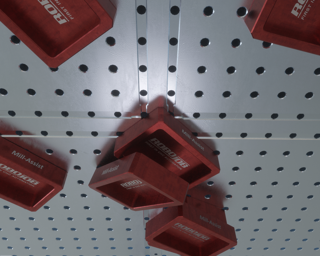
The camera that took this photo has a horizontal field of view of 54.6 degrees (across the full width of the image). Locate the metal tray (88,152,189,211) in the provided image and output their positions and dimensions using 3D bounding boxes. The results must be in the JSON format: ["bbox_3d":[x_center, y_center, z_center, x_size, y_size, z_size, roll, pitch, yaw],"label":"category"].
[{"bbox_3d":[-0.034,0.081,0.439,0.090,0.030,0.130,35,146,-22],"label":"metal tray"}]

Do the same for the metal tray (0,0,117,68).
[{"bbox_3d":[-0.117,-0.131,0.295,0.090,0.030,0.130,-28,125,22],"label":"metal tray"}]

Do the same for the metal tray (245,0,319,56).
[{"bbox_3d":[0.149,-0.140,0.290,0.091,0.030,0.129,11,129,-10],"label":"metal tray"}]

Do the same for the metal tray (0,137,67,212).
[{"bbox_3d":[-0.221,0.070,0.465,0.130,0.030,0.090,36,121,-27],"label":"metal tray"}]

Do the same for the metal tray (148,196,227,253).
[{"bbox_3d":[0.047,0.181,0.563,0.090,0.030,0.129,24,126,-20],"label":"metal tray"}]

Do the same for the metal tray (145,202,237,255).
[{"bbox_3d":[0.052,0.177,0.518,0.130,0.030,0.090,32,123,-25],"label":"metal tray"}]

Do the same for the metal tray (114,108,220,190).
[{"bbox_3d":[0.012,0.039,0.441,0.090,0.030,0.130,-35,122,26],"label":"metal tray"}]
